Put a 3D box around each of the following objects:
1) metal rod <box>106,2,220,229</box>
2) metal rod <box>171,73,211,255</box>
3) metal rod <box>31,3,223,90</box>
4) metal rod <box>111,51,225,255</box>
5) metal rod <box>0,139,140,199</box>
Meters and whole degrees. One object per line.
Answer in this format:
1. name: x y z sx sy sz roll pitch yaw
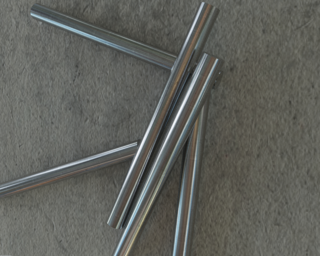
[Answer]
1. metal rod: -0.001 -0.006 0.386 0.025 0.025 0.298 28 102 17
2. metal rod: 0.034 0.084 0.383 0.025 0.025 0.298 8 98 19
3. metal rod: -0.058 -0.119 0.428 0.301 0.025 0.025 25 98 18
4. metal rod: 0.000 0.053 0.376 0.025 0.025 0.298 30 112 17
5. metal rod: -0.160 0.071 0.463 0.301 0.025 0.025 -18 84 18
